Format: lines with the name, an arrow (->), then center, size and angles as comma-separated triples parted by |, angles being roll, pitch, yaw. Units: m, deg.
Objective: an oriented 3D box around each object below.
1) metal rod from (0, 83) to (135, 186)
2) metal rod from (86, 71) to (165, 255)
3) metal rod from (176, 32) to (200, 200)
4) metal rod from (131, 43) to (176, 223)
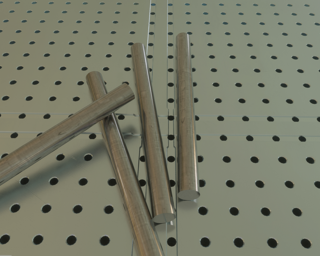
metal rod -> -0.157, 0.034, 0.359 | 0.301, 0.025, 0.025 | -35, 58, -19
metal rod -> -0.051, 0.032, 0.380 | 0.025, 0.025, 0.300 | -15, 52, -12
metal rod -> 0.036, -0.040, 0.441 | 0.025, 0.025, 0.300 | 1, 50, 1
metal rod -> -0.016, -0.018, 0.423 | 0.025, 0.025, 0.300 | -6, 50, -5
